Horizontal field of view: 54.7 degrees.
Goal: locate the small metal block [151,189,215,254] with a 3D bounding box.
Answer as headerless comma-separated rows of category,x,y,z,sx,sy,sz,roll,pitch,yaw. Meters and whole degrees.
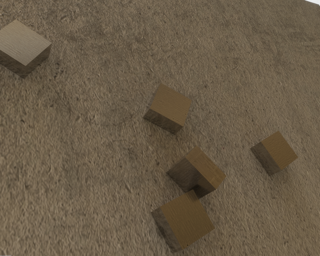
small metal block,0.026,0.105,0.353,0.050,0.025,0.050,-19,72,-35

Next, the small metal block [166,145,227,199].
small metal block,0.043,0.056,0.376,0.050,0.050,0.025,46,51,4

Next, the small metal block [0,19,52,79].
small metal block,-0.168,-0.095,0.371,0.050,0.025,0.050,33,51,-6

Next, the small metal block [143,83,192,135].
small metal block,0.011,-0.026,0.425,0.050,0.025,0.050,29,52,-10

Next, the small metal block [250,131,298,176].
small metal block,0.175,0.038,0.474,0.050,0.025,0.050,-23,74,-36
